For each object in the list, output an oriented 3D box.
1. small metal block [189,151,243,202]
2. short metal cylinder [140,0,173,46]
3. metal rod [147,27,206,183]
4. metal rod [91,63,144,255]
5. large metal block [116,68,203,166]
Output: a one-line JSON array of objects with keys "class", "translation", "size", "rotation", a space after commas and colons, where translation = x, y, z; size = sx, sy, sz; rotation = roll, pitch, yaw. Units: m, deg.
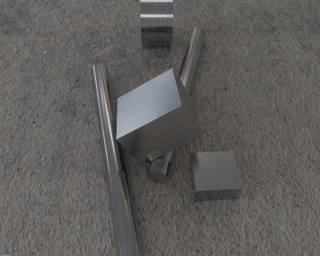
[{"class": "small metal block", "translation": [0.062, 0.055, 0.358], "size": [0.050, 0.025, 0.050], "rotation": [-3, 50, -3]}, {"class": "short metal cylinder", "translation": [-0.005, -0.178, 0.517], "size": [0.050, 0.080, 0.080], "rotation": [0, 50, -1]}, {"class": "metal rod", "translation": [0.032, -0.055, 0.449], "size": [0.025, 0.025, 0.300], "rotation": [11, 51, 9]}, {"class": "metal rod", "translation": [-0.060, 0.022, 0.384], "size": [0.025, 0.025, 0.300], "rotation": [-10, 51, -9]}, {"class": "large metal block", "translation": [-0.003, -0.014, 0.369], "size": [0.080, 0.050, 0.080], "rotation": [-27, 37, 15]}]
